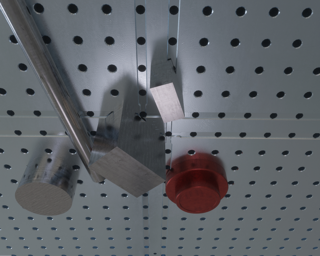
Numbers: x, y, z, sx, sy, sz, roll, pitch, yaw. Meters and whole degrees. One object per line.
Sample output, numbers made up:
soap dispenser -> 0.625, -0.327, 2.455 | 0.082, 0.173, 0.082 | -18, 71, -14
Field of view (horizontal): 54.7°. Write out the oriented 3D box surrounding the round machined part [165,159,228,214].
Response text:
round machined part -> 0.058, 0.097, 0.484 | 0.099, 0.042, 0.097 | 0, 130, 0

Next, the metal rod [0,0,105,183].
metal rod -> -0.123, -0.037, 0.378 | 0.025, 0.025, 0.298 | -9, 130, 7

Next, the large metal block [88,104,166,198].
large metal block -> -0.039, 0.029, 0.400 | 0.050, 0.080, 0.080 | -35, 122, 26

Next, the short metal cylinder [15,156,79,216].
short metal cylinder -> -0.169, 0.088, 0.469 | 0.081, 0.050, 0.079 | 0, 130, 0

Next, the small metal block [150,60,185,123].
small metal block -> 0.009, -0.043, 0.359 | 0.025, 0.050, 0.050 | -14, 129, 11
